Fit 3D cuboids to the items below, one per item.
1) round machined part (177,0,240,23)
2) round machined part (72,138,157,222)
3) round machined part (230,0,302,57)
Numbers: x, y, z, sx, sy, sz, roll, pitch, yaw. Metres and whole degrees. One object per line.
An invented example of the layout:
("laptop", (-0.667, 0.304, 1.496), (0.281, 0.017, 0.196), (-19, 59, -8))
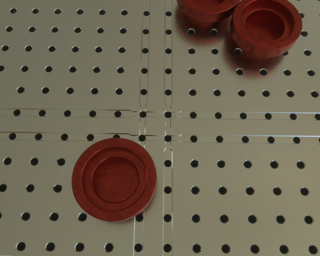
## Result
("round machined part", (0.074, -0.203, 0.478), (0.099, 0.042, 0.098), (0, 70, -1))
("round machined part", (-0.053, 0.065, 0.378), (0.099, 0.042, 0.098), (0, 70, -1))
("round machined part", (0.152, -0.146, 0.458), (0.099, 0.042, 0.098), (0, 70, -1))
